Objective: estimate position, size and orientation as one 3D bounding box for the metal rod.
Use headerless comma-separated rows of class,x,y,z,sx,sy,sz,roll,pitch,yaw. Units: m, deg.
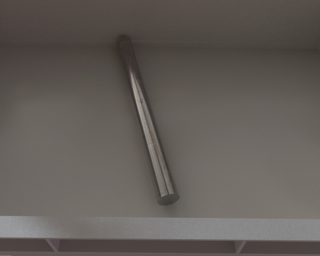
metal rod,-0.026,-0.033,0.432,0.025,0.025,0.300,-10,51,-9
